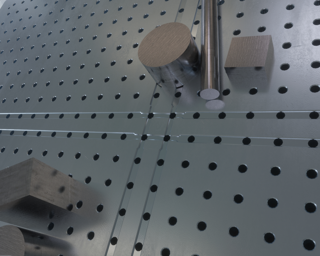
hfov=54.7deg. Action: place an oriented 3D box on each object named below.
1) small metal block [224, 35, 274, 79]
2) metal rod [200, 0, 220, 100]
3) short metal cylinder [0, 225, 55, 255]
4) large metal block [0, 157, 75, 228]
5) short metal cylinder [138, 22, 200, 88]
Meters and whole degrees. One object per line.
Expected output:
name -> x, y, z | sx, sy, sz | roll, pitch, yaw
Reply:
small metal block -> 0.116, -0.092, 0.404 | 0.050, 0.025, 0.050 | 5, 64, 30
metal rod -> 0.076, -0.173, 0.474 | 0.025, 0.025, 0.299 | -9, 58, 23
short metal cylinder -> -0.181, 0.167, 0.385 | 0.080, 0.050, 0.080 | -13, 56, 21
large metal block -> -0.172, 0.089, 0.409 | 0.080, 0.080, 0.050 | -21, 54, 15
short metal cylinder -> 0.015, -0.105, 0.449 | 0.080, 0.050, 0.080 | -13, 56, 21
